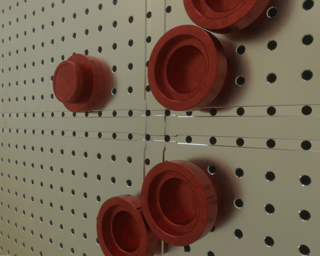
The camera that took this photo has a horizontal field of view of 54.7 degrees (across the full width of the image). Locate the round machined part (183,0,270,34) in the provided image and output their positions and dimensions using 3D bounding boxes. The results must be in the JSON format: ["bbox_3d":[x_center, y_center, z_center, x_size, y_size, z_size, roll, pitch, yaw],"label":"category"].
[{"bbox_3d":[0.076,-0.151,0.334,0.098,0.042,0.097,0,90,39],"label":"round machined part"}]

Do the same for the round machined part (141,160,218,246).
[{"bbox_3d":[0.027,0.087,0.375,0.098,0.042,0.097,0,90,39],"label":"round machined part"}]

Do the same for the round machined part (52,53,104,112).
[{"bbox_3d":[-0.140,-0.074,0.511,0.098,0.042,0.097,0,90,39],"label":"round machined part"}]

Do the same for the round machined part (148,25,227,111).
[{"bbox_3d":[0.036,-0.068,0.367,0.098,0.042,0.097,0,90,39],"label":"round machined part"}]

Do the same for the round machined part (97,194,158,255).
[{"bbox_3d":[-0.040,0.141,0.429,0.098,0.042,0.097,0,90,39],"label":"round machined part"}]
